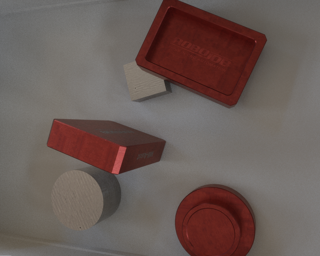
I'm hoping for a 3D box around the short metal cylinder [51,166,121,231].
[{"bbox_3d":[-0.102,0.095,0.432,0.080,0.050,0.079,0,90,19],"label":"short metal cylinder"}]

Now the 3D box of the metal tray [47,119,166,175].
[{"bbox_3d":[-0.057,0.018,0.374,0.090,0.130,0.030,19,97,18],"label":"metal tray"}]

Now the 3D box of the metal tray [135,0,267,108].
[{"bbox_3d":[0.048,-0.090,0.374,0.130,0.030,0.090,25,91,9],"label":"metal tray"}]

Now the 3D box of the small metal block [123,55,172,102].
[{"bbox_3d":[-0.016,-0.066,0.415,0.050,0.025,0.050,-15,85,19],"label":"small metal block"}]

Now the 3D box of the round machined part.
[{"bbox_3d":[0.065,0.121,0.378,0.098,0.042,0.097,0,90,19],"label":"round machined part"}]
